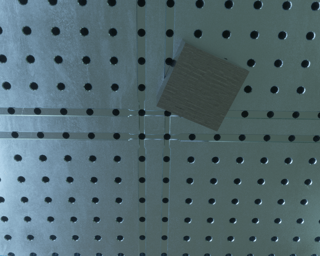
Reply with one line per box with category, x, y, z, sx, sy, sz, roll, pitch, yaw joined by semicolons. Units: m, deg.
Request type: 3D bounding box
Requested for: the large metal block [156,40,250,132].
large metal block;0.049;-0.053;0.381;0.080;0.050;0.079;22;108;-9
